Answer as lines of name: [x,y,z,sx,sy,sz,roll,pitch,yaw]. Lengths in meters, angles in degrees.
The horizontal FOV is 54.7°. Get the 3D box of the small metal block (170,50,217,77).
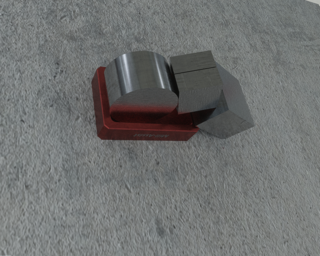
small metal block: [0.039,-0.066,0.383,0.050,0.050,0.025,-11,63,-4]

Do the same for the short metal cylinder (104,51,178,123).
short metal cylinder: [-0.023,-0.046,0.369,0.081,0.080,0.050,1,62,-28]

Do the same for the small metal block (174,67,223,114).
small metal block: [0.044,-0.044,0.372,0.050,0.050,0.025,-11,63,-4]

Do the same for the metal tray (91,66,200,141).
metal tray: [-0.019,-0.030,0.410,0.131,0.030,0.090,2,61,-27]

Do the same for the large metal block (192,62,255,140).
large metal block: [0.083,-0.038,0.438,0.080,0.050,0.080,22,49,-48]
